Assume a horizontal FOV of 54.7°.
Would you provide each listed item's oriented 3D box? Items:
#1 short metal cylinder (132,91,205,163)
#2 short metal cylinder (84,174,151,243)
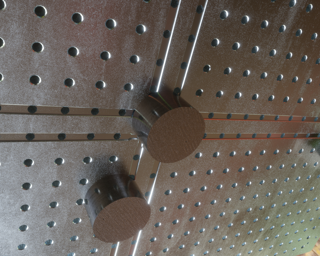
[{"bbox_3d":[0.011,-0.002,0.400,0.081,0.050,0.079,-14,124,-21],"label":"short metal cylinder"},{"bbox_3d":[-0.060,0.111,0.431,0.081,0.050,0.079,-14,124,-21],"label":"short metal cylinder"}]
